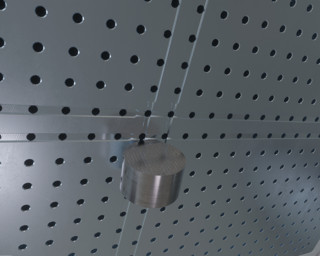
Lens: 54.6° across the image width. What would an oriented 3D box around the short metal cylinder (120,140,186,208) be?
[{"bbox_3d":[-0.010,0.058,0.405,0.081,0.080,0.050,-5,121,-26],"label":"short metal cylinder"}]
